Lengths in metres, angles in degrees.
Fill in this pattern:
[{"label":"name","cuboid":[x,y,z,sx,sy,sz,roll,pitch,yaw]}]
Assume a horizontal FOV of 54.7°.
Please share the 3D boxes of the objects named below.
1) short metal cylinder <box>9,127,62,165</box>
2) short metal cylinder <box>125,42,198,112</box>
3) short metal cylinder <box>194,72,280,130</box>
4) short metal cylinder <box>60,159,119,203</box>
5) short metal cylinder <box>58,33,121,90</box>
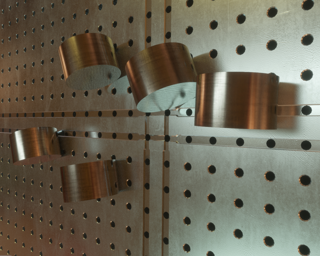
[{"label":"short metal cylinder","cuboid":[-0.222,0.033,0.553,0.080,0.081,0.050,-21,77,38]},{"label":"short metal cylinder","cuboid":[0.004,-0.058,0.368,0.080,0.081,0.050,-28,73,36]},{"label":"short metal cylinder","cuboid":[0.076,-0.026,0.310,0.080,0.081,0.050,4,93,39]},{"label":"short metal cylinder","cuboid":[-0.103,0.077,0.456,0.080,0.081,0.050,-14,81,39]},{"label":"short metal cylinder","cuboid":[-0.103,-0.095,0.456,0.080,0.081,0.050,-26,74,37]}]
